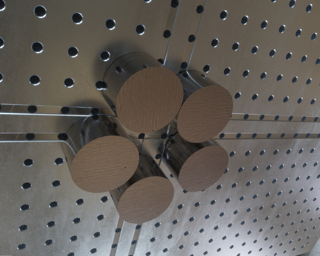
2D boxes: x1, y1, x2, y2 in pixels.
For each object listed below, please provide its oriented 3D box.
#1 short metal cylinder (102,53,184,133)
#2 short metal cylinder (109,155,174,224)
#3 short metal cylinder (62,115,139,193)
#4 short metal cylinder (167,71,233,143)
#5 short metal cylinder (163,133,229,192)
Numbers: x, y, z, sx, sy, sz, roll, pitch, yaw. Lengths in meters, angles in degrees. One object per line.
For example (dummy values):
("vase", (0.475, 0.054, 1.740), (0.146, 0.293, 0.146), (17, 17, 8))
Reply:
("short metal cylinder", (-0.020, -0.041, 0.358), (0.081, 0.050, 0.079), (-14, 125, -21))
("short metal cylinder", (-0.027, 0.085, 0.431), (0.081, 0.050, 0.079), (-13, 124, -21))
("short metal cylinder", (-0.072, 0.031, 0.374), (0.081, 0.050, 0.079), (-14, 125, -21))
("short metal cylinder", (0.046, -0.028, 0.402), (0.081, 0.050, 0.079), (-14, 124, -21))
("short metal cylinder", (0.051, 0.046, 0.450), (0.081, 0.050, 0.079), (-14, 126, -20))
